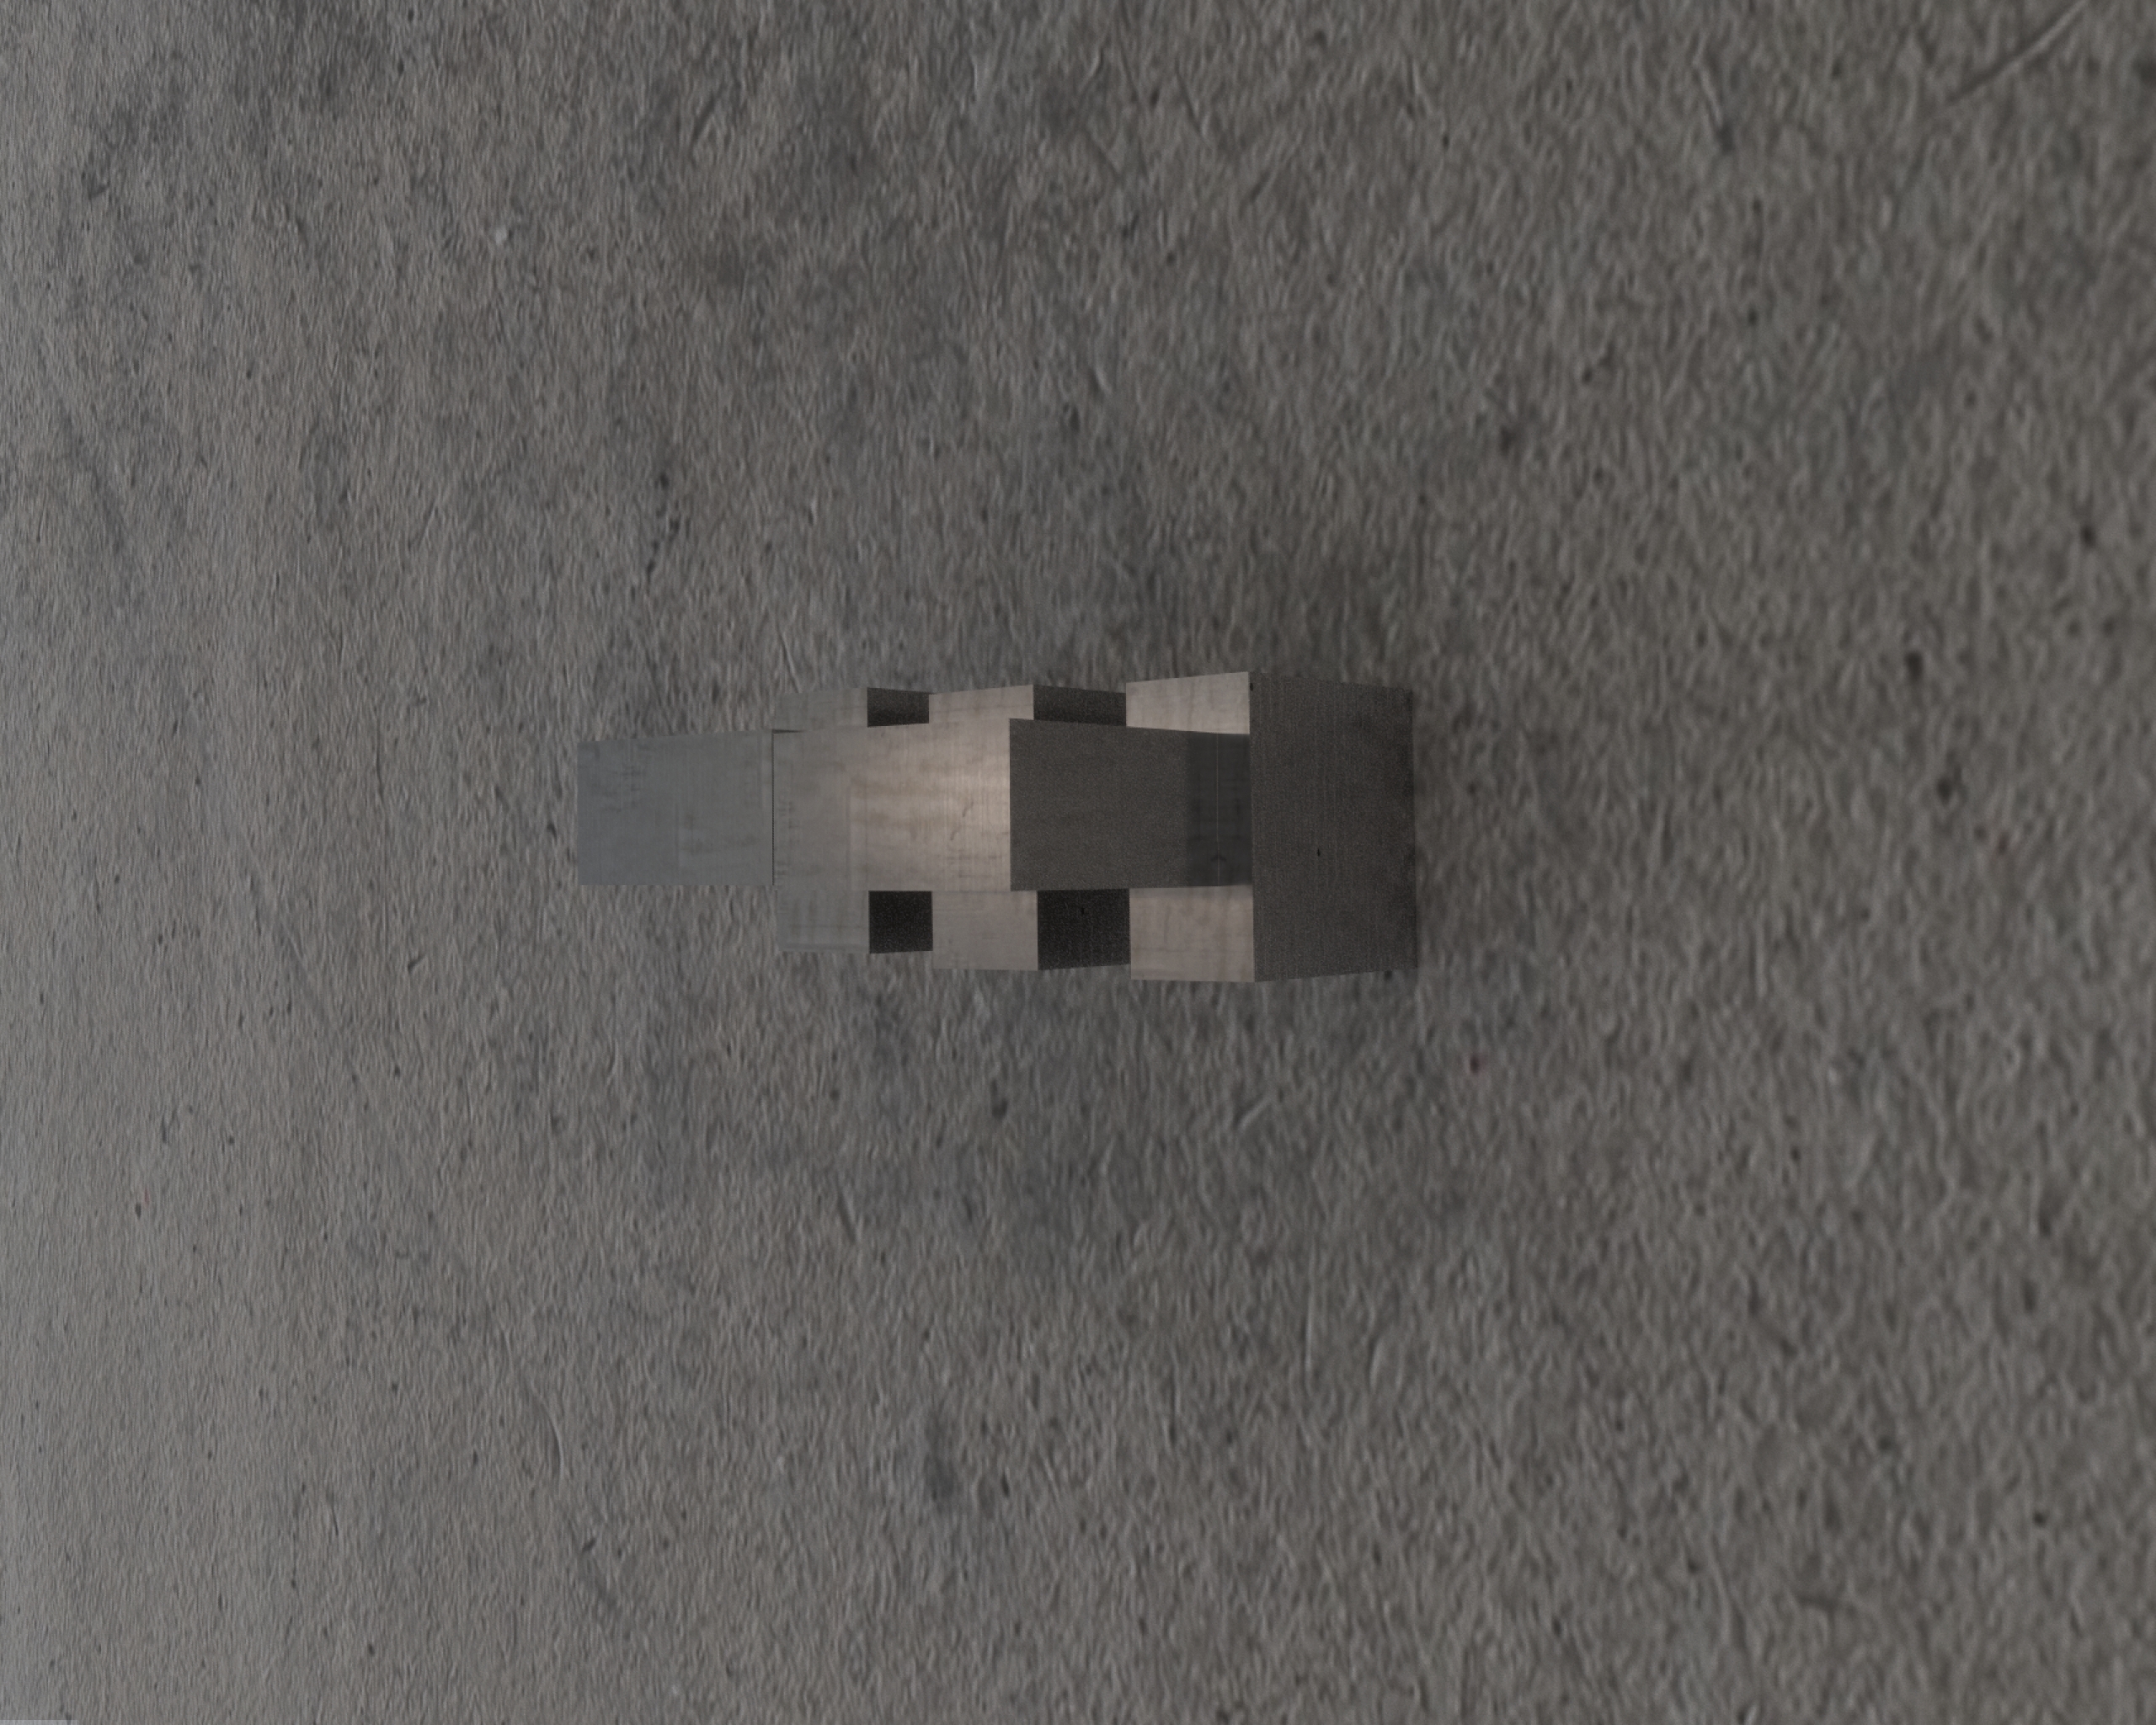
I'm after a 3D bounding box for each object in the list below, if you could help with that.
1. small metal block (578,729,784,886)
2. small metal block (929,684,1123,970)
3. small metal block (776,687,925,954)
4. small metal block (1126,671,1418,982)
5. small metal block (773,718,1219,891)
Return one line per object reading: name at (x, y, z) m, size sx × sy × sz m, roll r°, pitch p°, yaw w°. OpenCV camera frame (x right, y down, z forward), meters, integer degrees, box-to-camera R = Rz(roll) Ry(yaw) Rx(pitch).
small metal block at (-0.052, -0.009, 0.366) m, size 0.050 × 0.050 × 0.025 m, roll 0°, pitch 90°, yaw 40°
small metal block at (-0.001, -0.006, 0.389) m, size 0.025 × 0.050 × 0.050 m, roll -2°, pitch 89°, yaw 40°
small metal block at (-0.032, -0.008, 0.416) m, size 0.025 × 0.050 × 0.050 m, roll -1°, pitch 90°, yaw 40°
small metal block at (0.034, -0.006, 0.360) m, size 0.025 × 0.050 × 0.050 m, roll -2°, pitch 89°, yaw 40°
small metal block at (-0.013, -0.008, 0.334) m, size 0.050 × 0.050 × 0.025 m, roll 0°, pitch 90°, yaw 40°
